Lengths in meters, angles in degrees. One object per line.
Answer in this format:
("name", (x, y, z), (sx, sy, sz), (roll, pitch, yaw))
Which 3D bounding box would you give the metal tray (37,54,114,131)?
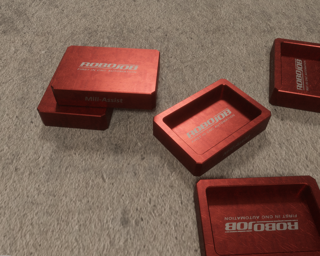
("metal tray", (-0.108, -0.058, 0.447), (0.091, 0.030, 0.130), (5, 50, 3))

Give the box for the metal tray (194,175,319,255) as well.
("metal tray", (0.105, 0.097, 0.319), (0.131, 0.030, 0.090), (-2, 50, -2))

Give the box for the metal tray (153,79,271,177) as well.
("metal tray", (0.067, -0.006, 0.405), (0.131, 0.030, 0.090), (-31, 57, -24))

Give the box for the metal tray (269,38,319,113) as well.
("metal tray", (0.217, -0.083, 0.472), (0.090, 0.030, 0.130), (11, 51, 8))

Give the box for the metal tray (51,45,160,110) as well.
("metal tray", (-0.068, -0.070, 0.418), (0.131, 0.030, 0.090), (3, 50, 2))
